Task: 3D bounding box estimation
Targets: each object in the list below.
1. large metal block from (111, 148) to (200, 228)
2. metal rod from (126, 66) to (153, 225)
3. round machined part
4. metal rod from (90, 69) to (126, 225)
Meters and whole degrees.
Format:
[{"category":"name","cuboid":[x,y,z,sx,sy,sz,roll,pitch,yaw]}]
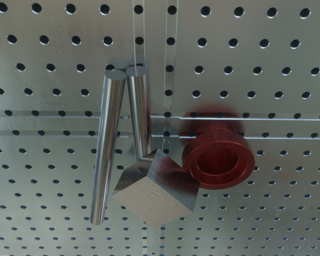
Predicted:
[{"category":"large metal block","cuboid":[-0.005,0.085,0.425,0.080,0.050,0.080,41,131,-16]},{"category":"metal rod","cuboid":[-0.022,0.048,0.452,0.025,0.025,0.298,-1,130,1]},{"category":"round machined part","cuboid":[0.080,0.040,0.436,0.099,0.042,0.097,0,130,0]},{"category":"metal rod","cuboid":[-0.081,0.049,0.452,0.025,0.025,0.298,9,130,-8]}]
